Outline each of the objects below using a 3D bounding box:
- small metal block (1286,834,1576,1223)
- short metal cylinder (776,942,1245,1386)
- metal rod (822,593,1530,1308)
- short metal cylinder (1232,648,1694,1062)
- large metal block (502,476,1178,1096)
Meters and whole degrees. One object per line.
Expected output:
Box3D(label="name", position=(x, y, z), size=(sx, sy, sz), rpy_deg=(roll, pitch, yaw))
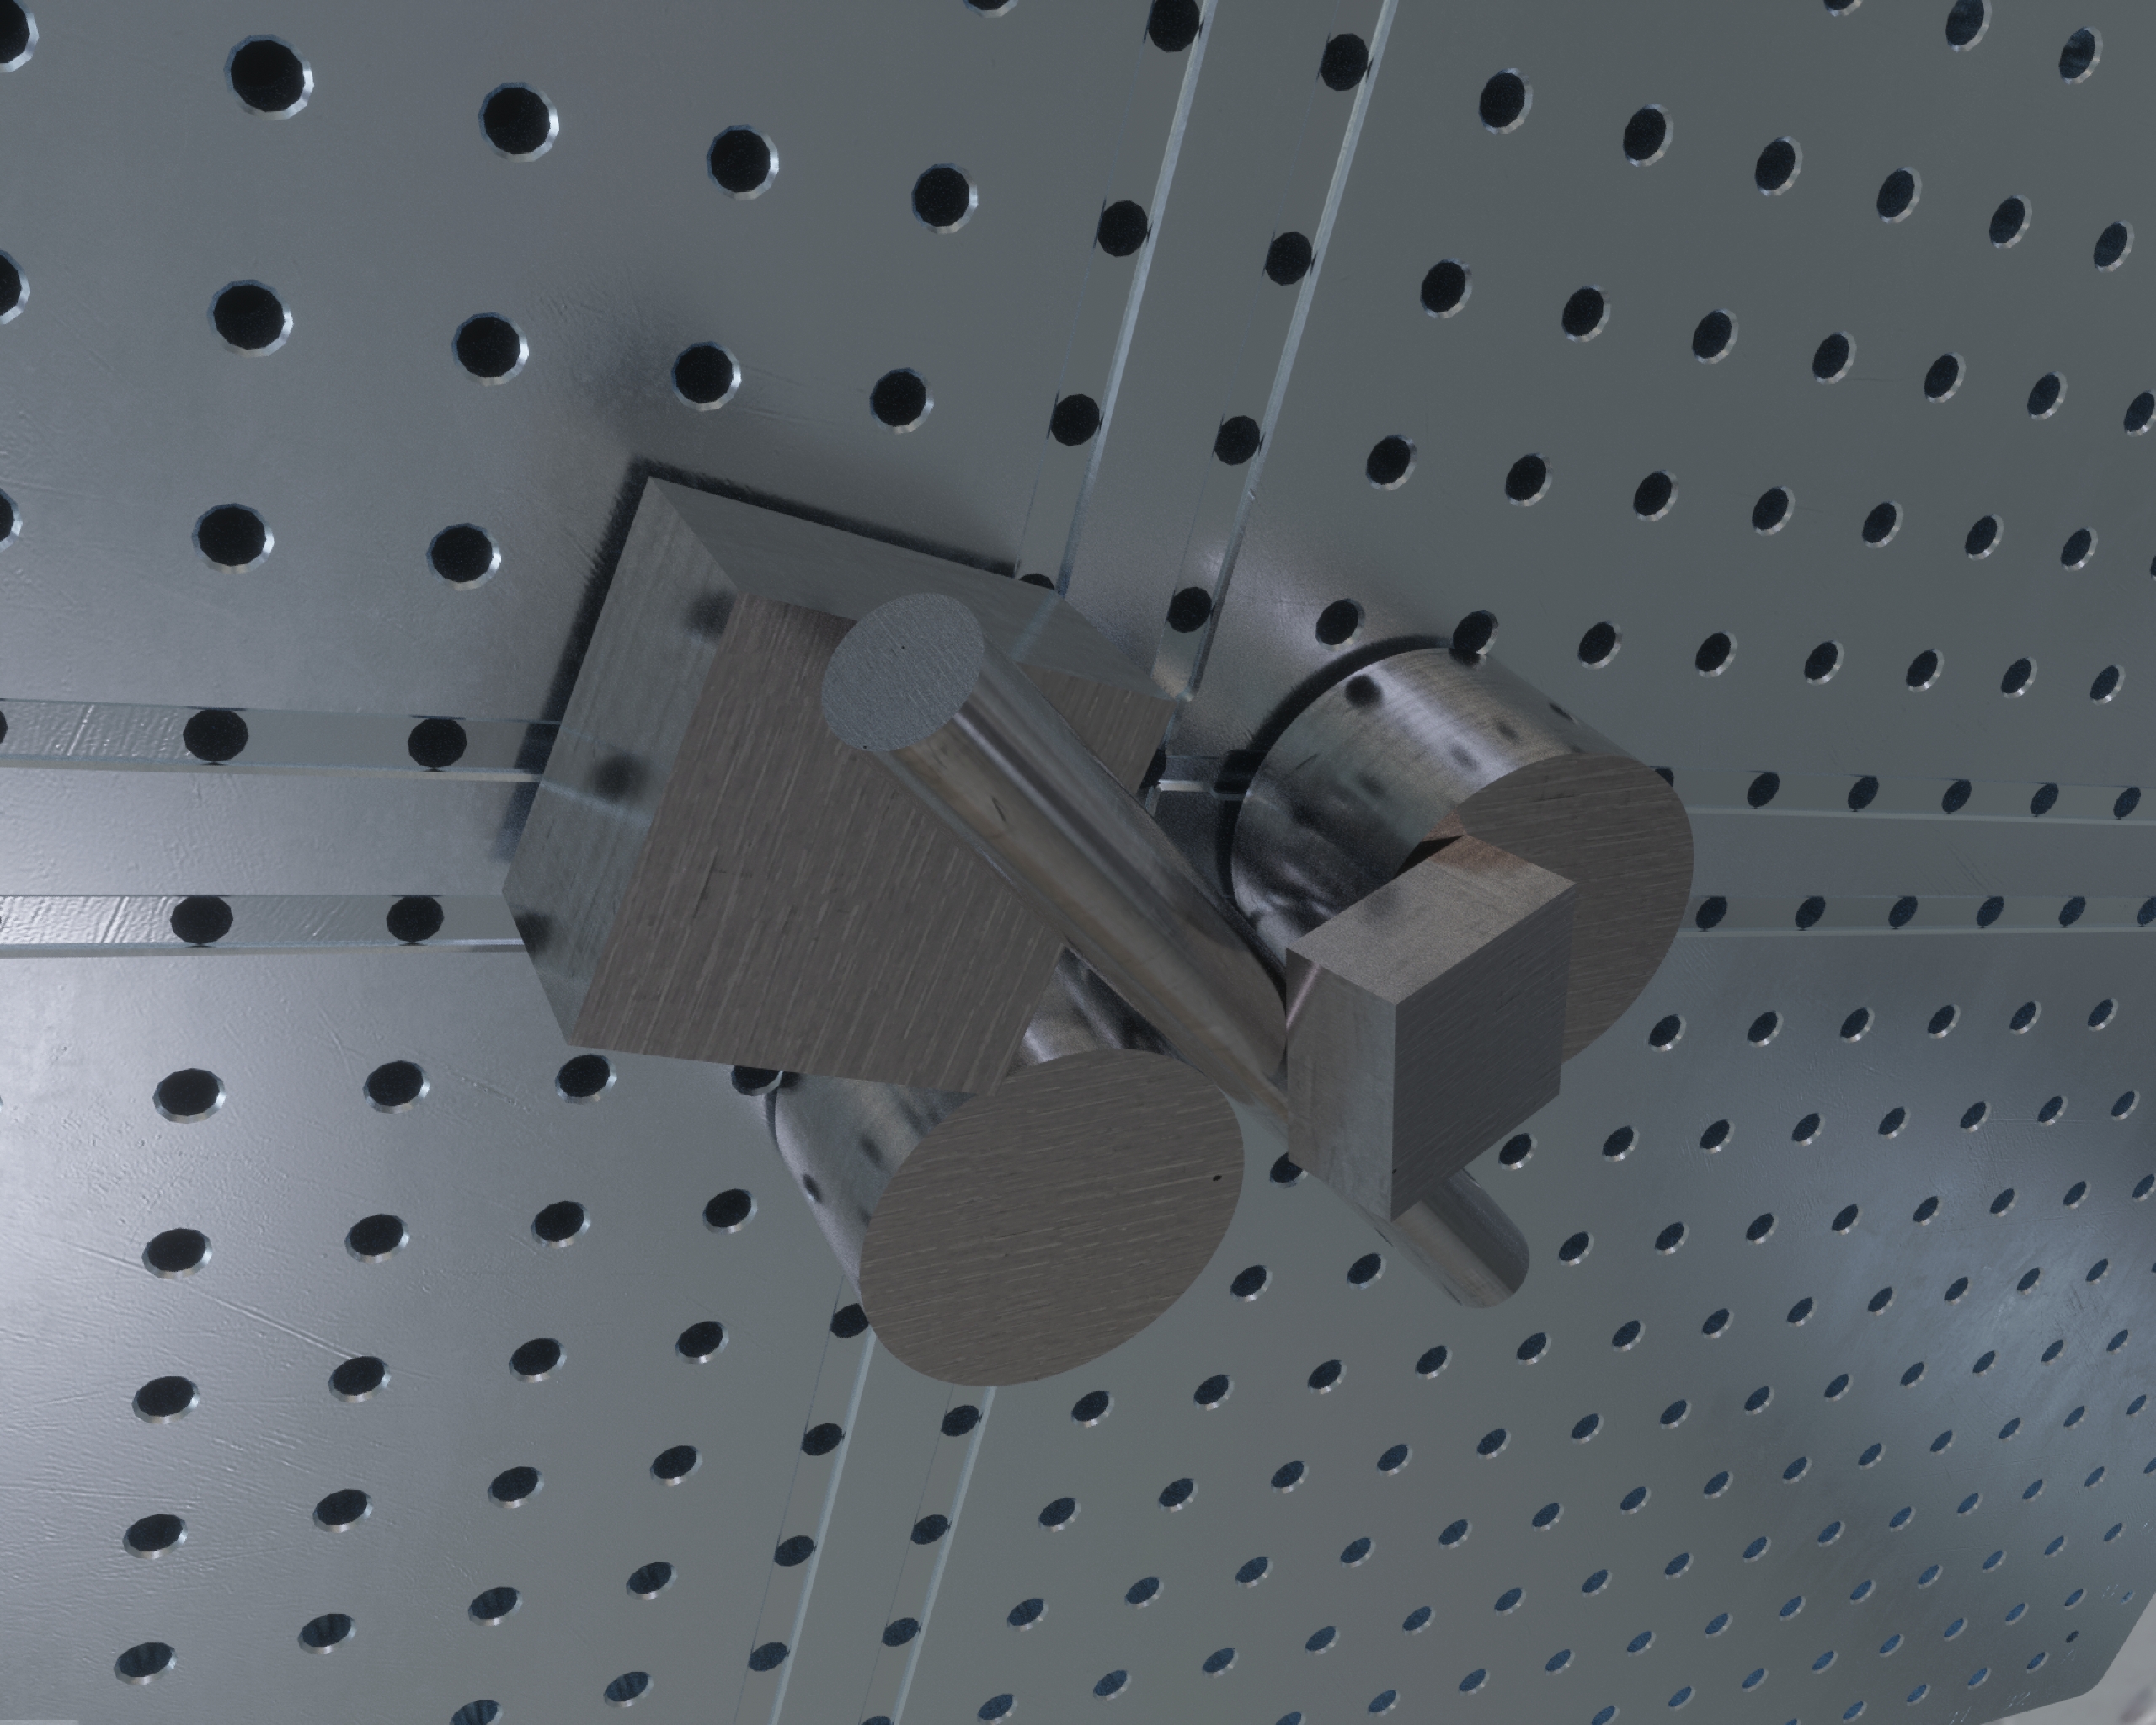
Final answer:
Box3D(label="small metal block", position=(0.065, 0.030, 0.387), size=(0.050, 0.025, 0.050), rpy_deg=(-29, 130, -33))
Box3D(label="short metal cylinder", position=(-0.014, 0.057, 0.418), size=(0.081, 0.050, 0.079), rpy_deg=(-14, 124, -21))
Box3D(label="metal rod", position=(0.039, 0.037, 0.405), size=(0.025, 0.025, 0.300), rpy_deg=(-43, 144, 1))
Box3D(label="short metal cylinder", position=(0.080, 0.002, 0.435), size=(0.081, 0.050, 0.079), rpy_deg=(-14, 124, -21))
Box3D(label="large metal block", position=(-0.042, -0.011, 0.358), size=(0.081, 0.050, 0.079), rpy_deg=(11, 113, -33))
